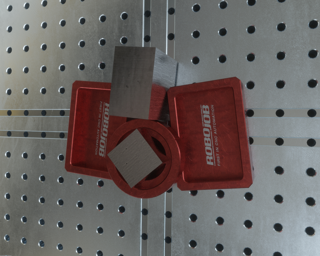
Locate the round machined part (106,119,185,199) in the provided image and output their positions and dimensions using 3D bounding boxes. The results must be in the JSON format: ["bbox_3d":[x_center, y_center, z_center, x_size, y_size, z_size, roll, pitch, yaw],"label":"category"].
[{"bbox_3d":[-0.015,0.037,0.395,0.098,0.042,0.097,0,90,19],"label":"round machined part"}]

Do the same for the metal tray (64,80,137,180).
[{"bbox_3d":[-0.082,0.002,0.434,0.090,0.030,0.129,7,92,19],"label":"metal tray"}]

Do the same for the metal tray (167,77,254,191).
[{"bbox_3d":[0.062,0.009,0.384,0.090,0.030,0.129,-7,88,19],"label":"metal tray"}]

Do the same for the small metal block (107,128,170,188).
[{"bbox_3d":[-0.026,0.036,0.373,0.050,0.025,0.050,-41,77,15],"label":"small metal block"}]

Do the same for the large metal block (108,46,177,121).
[{"bbox_3d":[-0.018,-0.052,0.386,0.050,0.080,0.079,7,92,20],"label":"large metal block"}]
